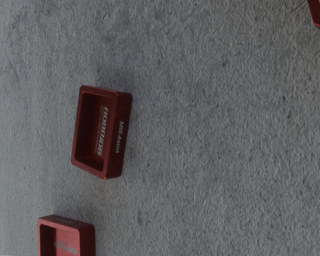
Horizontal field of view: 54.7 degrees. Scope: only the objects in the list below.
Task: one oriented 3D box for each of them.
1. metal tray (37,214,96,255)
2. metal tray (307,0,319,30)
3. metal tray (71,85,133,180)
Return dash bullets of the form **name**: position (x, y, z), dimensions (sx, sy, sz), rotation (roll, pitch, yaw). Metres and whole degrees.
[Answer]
- **metal tray**: position (-0.165, 0.206, 0.537), dimensions (0.130, 0.030, 0.089), rotation (-3, 88, 40)
- **metal tray**: position (0.167, -0.159, 0.263), dimensions (0.090, 0.030, 0.129), rotation (-18, 79, 38)
- **metal tray**: position (-0.092, 0.004, 0.477), dimensions (0.090, 0.030, 0.129), rotation (15, 100, 39)
